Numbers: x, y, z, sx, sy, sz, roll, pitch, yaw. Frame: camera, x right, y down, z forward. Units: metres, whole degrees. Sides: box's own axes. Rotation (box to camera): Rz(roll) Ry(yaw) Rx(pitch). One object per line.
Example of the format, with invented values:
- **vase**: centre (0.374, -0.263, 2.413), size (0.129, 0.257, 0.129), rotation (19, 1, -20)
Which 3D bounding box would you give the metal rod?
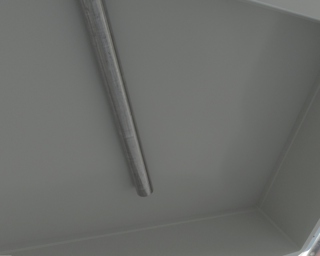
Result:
- **metal rod**: centre (-0.046, -0.027, 0.367), size (0.025, 0.025, 0.298), rotation (-23, 127, -15)
